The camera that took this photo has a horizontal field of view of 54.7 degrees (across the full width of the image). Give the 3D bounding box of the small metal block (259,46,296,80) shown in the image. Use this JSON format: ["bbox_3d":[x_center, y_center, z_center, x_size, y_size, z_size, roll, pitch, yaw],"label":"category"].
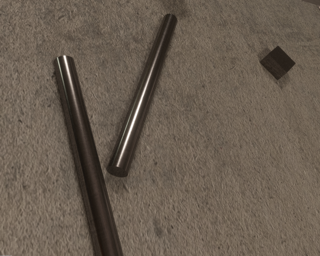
[{"bbox_3d":[0.233,-0.129,0.611,0.050,0.025,0.050,48,51,5],"label":"small metal block"}]

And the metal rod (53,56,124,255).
[{"bbox_3d":[-0.075,0.048,0.334,0.025,0.025,0.299,-5,64,-31],"label":"metal rod"}]

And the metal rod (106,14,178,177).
[{"bbox_3d":[-0.015,-0.067,0.437,0.025,0.025,0.300,26,52,-13],"label":"metal rod"}]
